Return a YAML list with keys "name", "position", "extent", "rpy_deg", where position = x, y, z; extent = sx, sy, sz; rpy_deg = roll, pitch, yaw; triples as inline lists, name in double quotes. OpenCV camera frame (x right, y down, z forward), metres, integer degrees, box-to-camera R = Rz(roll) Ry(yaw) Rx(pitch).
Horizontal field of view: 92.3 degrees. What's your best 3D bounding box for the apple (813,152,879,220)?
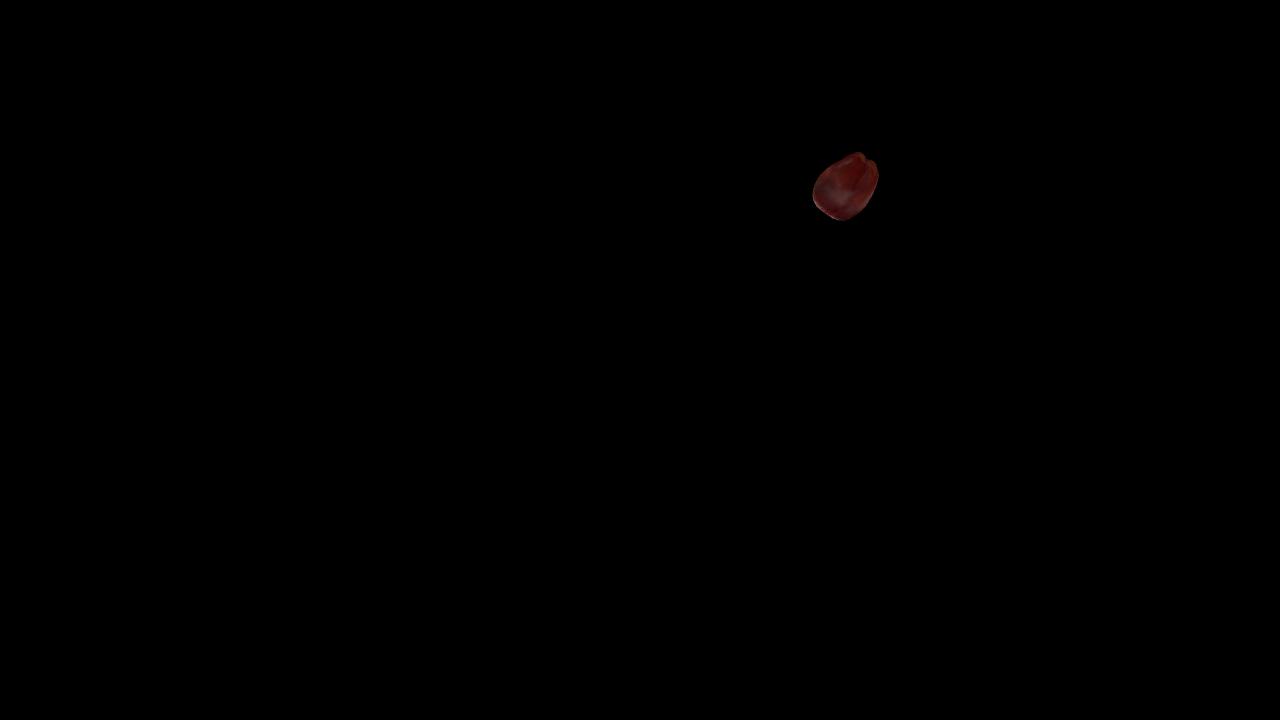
- name: "apple"
  position: [0.288, -0.244, 0.866]
  extent: [0.079, 0.079, 0.093]
  rpy_deg: [0, -37, -37]
